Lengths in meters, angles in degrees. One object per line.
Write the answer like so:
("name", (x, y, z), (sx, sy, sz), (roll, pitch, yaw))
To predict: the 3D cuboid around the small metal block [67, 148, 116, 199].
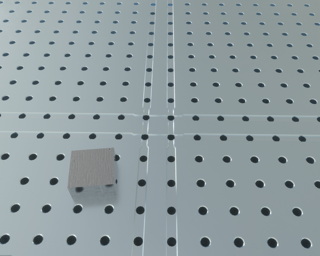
("small metal block", (-0.078, 0.052, 0.364), (0.050, 0.025, 0.050), (-4, 50, -4))
